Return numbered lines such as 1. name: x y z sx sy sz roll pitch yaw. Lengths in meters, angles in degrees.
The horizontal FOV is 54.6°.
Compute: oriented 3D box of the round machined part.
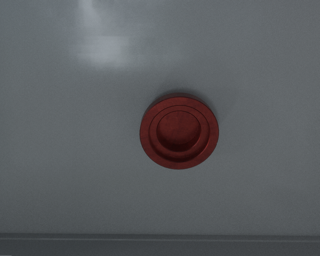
1. round machined part: 0.024 0.001 0.403 0.099 0.042 0.097 0 110 0
